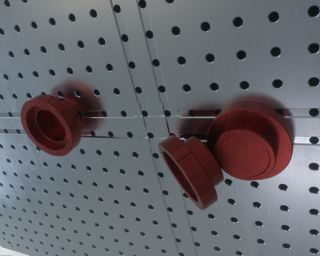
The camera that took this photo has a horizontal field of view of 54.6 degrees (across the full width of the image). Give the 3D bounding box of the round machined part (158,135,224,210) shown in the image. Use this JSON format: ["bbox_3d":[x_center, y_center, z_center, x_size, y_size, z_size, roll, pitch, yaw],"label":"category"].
[{"bbox_3d":[0.042,0.049,0.387,0.098,0.042,0.098,54,170,15],"label":"round machined part"}]

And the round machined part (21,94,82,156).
[{"bbox_3d":[-0.163,-0.008,0.482,0.098,0.042,0.097,13,124,21],"label":"round machined part"}]

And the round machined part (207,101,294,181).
[{"bbox_3d":[0.101,0.022,0.360,0.098,0.042,0.097,13,124,21],"label":"round machined part"}]
